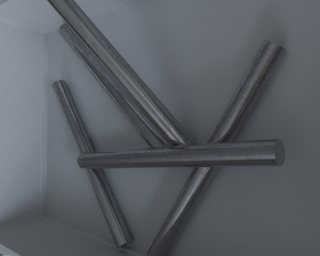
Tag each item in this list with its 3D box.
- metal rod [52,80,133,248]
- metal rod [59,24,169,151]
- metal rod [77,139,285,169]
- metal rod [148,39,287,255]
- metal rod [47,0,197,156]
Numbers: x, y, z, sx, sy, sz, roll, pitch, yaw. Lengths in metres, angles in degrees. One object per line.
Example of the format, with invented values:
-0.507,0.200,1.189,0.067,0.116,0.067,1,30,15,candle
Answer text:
-0.116,0.045,0.502,0.025,0.025,0.299,-42,65,32,metal rod
-0.080,-0.072,0.472,0.300,0.025,0.025,49,119,28,metal rod
-0.004,0.036,0.378,0.300,0.025,0.025,-7,86,41,metal rod
0.055,0.043,0.360,0.025,0.025,0.298,39,114,33,metal rod
-0.060,-0.084,0.374,0.300,0.025,0.025,49,123,-2,metal rod
